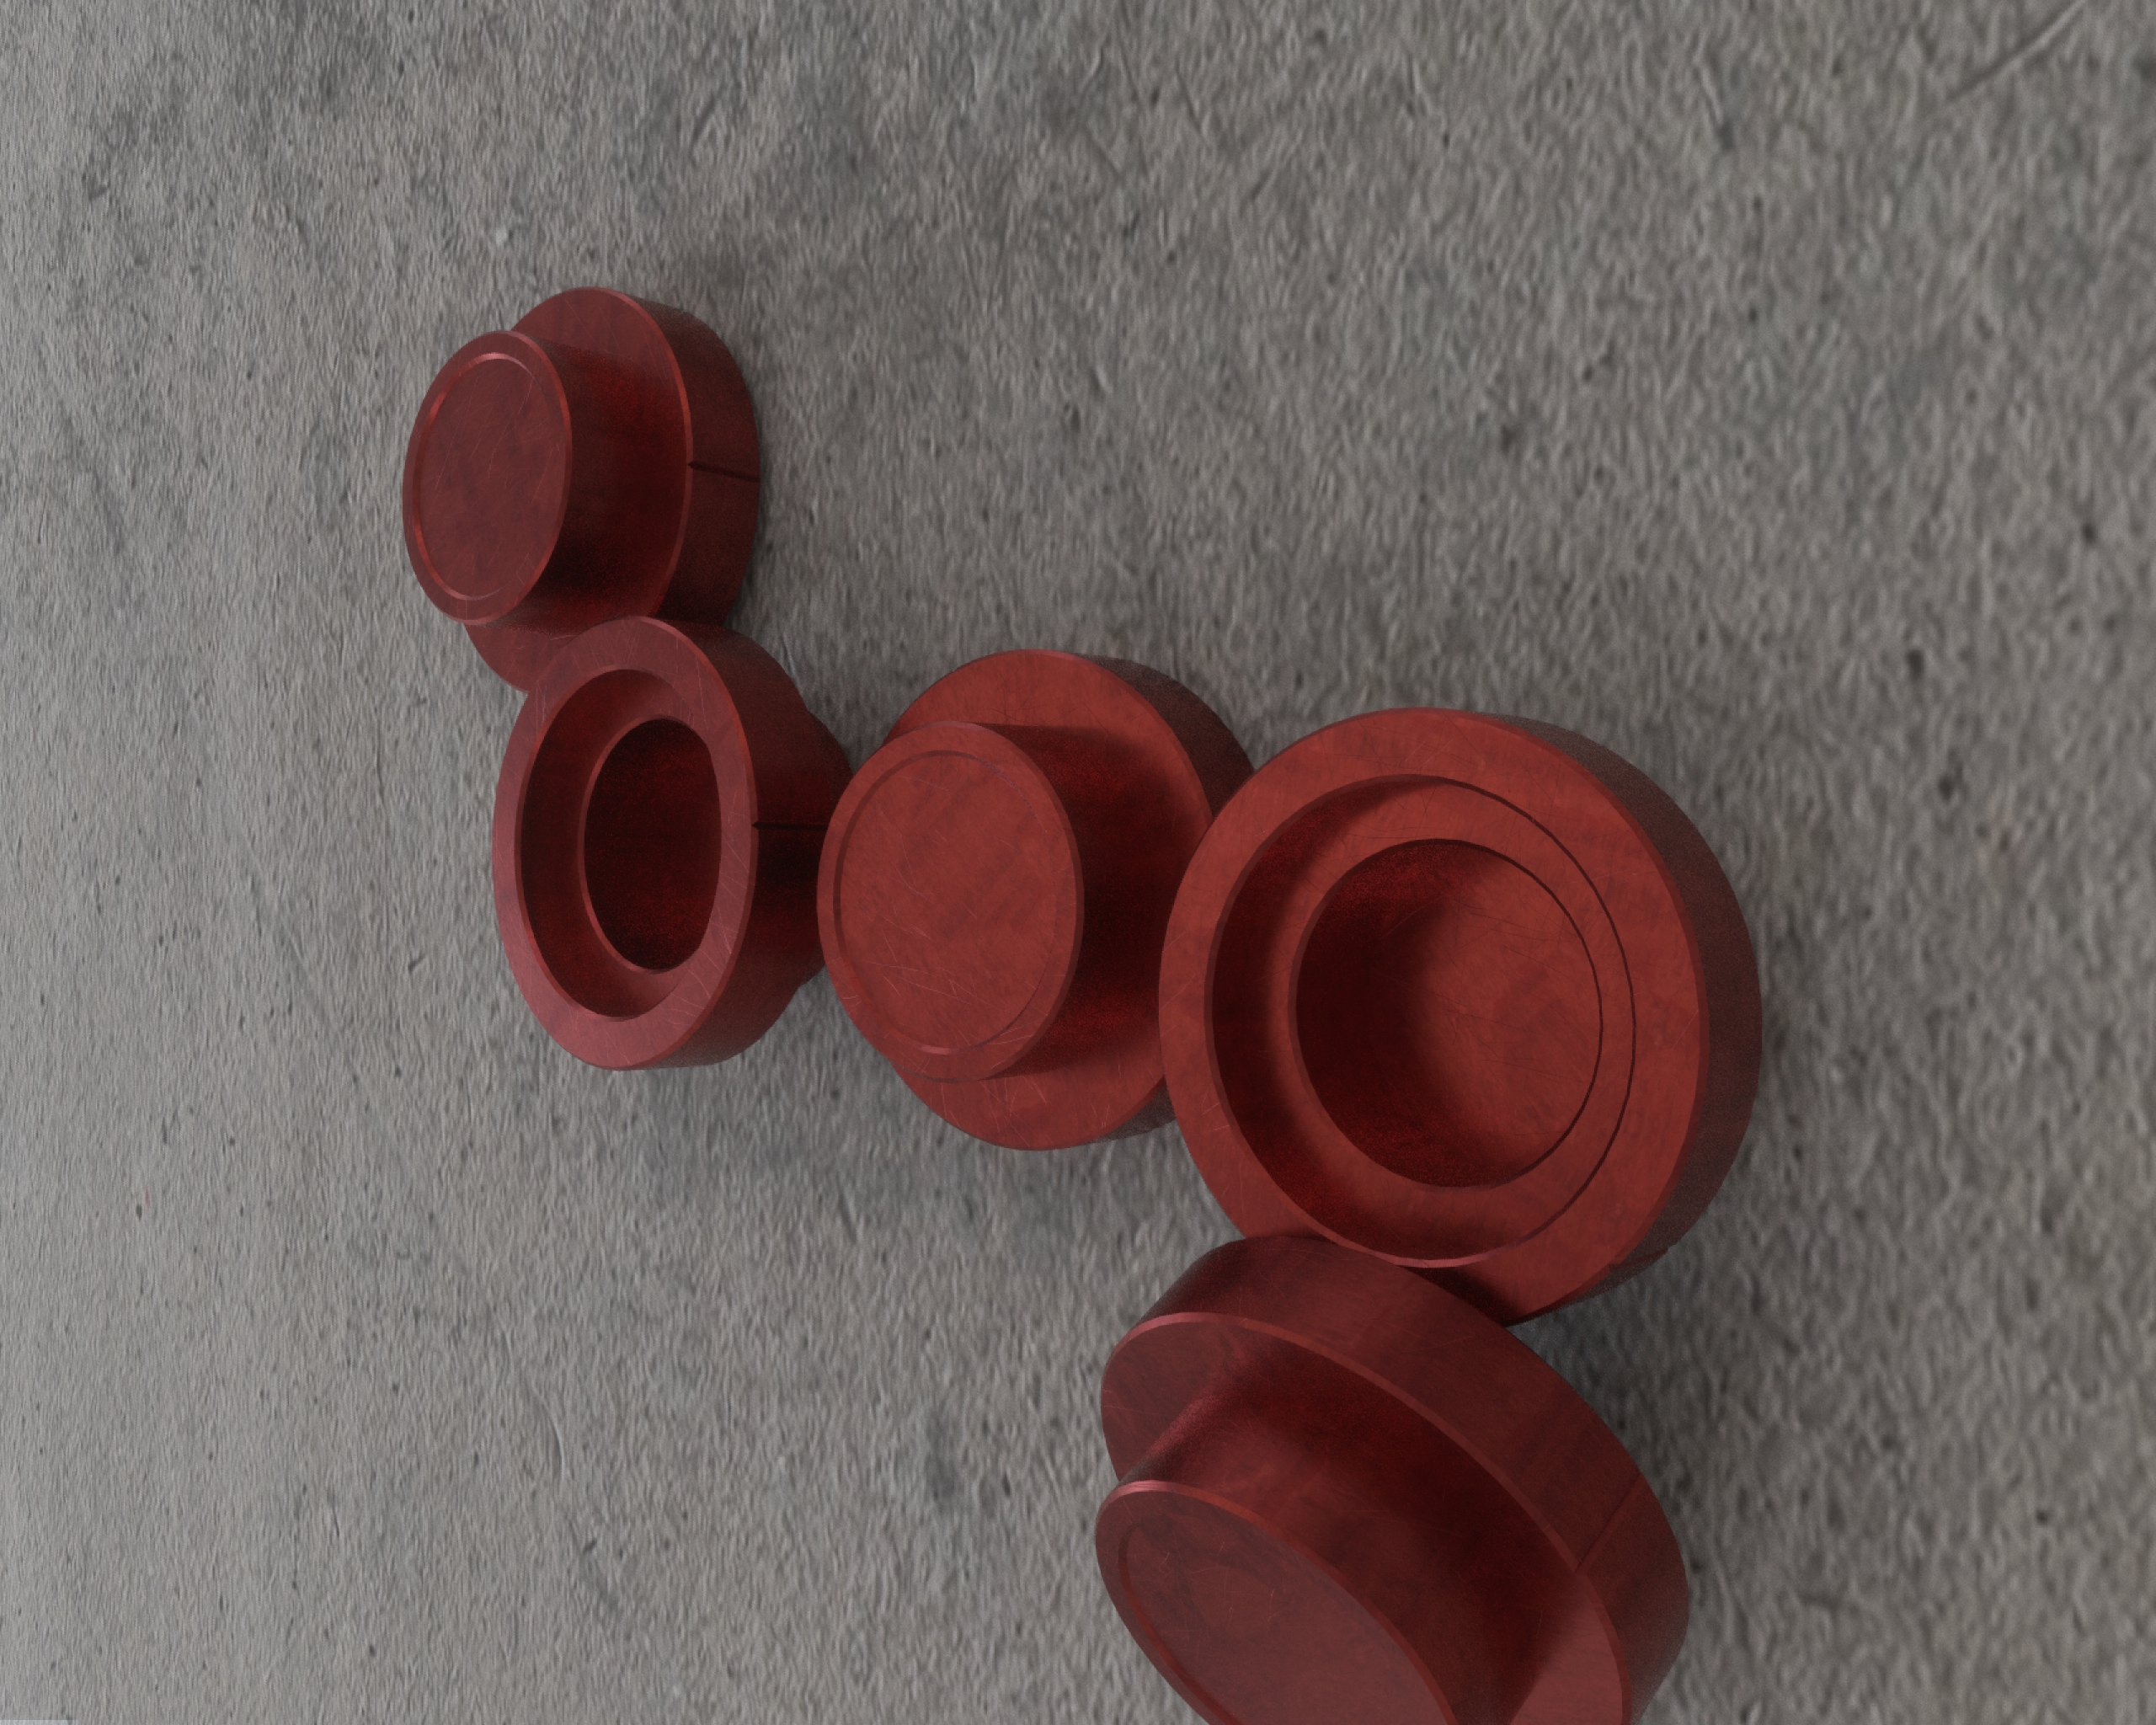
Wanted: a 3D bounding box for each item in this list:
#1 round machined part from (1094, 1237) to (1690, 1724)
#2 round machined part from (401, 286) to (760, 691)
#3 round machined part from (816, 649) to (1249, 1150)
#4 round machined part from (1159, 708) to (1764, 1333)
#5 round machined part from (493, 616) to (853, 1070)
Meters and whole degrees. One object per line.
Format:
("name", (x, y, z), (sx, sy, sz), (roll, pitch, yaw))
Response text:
("round machined part", (0.042, 0.111, 0.331), (0.098, 0.042, 0.097), (26, 137, 28))
("round machined part", (-0.123, -0.088, 0.493), (0.098, 0.042, 0.097), (-2, 86, 41))
("round machined part", (-0.012, 0.007, 0.404), (0.098, 0.042, 0.097), (0, 90, 39))
("round machined part", (0.065, 0.024, 0.341), (0.098, 0.042, 0.097), (0, 90, 40))
("round machined part", (-0.085, -0.004, 0.461), (0.098, 0.042, 0.097), (-2, 87, 43))
